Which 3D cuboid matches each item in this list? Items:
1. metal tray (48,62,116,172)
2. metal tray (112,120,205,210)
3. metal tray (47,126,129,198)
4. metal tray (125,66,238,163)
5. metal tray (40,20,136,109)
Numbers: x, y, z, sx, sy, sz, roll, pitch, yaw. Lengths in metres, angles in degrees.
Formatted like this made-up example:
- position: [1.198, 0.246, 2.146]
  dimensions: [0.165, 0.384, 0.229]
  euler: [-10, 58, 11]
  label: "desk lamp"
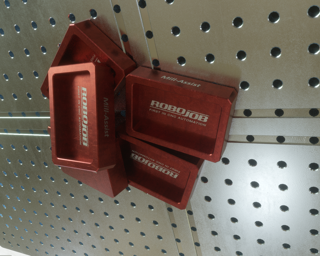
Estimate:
- position: [-0.101, -0.015, 0.397]
  dimensions: [0.090, 0.030, 0.129]
  euler: [2, 96, 35]
  label: "metal tray"
- position: [-0.009, 0.053, 0.445]
  dimensions: [0.130, 0.030, 0.089]
  euler: [23, 128, 14]
  label: "metal tray"
- position: [-0.111, 0.044, 0.472]
  dimensions: [0.130, 0.030, 0.089]
  euler: [16, 127, 36]
  label: "metal tray"
- position: [0.021, -0.017, 0.385]
  dimensions: [0.130, 0.030, 0.089]
  euler: [17, 126, 18]
  label: "metal tray"
- position: [-0.101, -0.066, 0.420]
  dimensions: [0.090, 0.030, 0.129]
  euler: [43, 129, -1]
  label: "metal tray"
